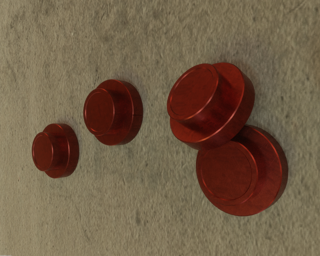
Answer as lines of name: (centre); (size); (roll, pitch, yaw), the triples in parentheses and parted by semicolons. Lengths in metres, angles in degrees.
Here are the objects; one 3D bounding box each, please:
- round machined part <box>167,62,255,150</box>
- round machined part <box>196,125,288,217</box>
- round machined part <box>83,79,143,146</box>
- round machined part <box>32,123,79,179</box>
round machined part: (0.046, -0.029, 0.328); (0.098, 0.042, 0.098); (-30, 43, 33)
round machined part: (0.079, 0.045, 0.328); (0.098, 0.042, 0.097); (0, 90, 39)
round machined part: (-0.075, -0.023, 0.453); (0.098, 0.042, 0.097); (0, 90, 39)
round machined part: (-0.190, 0.041, 0.547); (0.098, 0.042, 0.097); (0, 90, 39)
